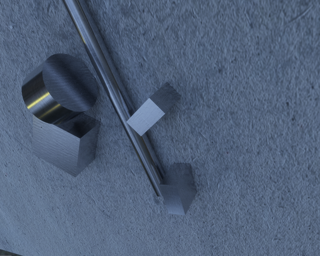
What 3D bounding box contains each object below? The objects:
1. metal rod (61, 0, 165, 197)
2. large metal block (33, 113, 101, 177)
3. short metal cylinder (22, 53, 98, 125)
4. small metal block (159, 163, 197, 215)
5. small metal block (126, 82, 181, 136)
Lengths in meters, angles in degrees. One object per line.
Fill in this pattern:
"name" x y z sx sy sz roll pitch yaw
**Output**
"metal rod" -0.051 -0.035 0.410 0.025 0.025 0.299 -11 113 32
"large metal block" -0.144 0.016 0.474 0.080 0.050 0.079 26 127 11
"short metal cylinder" -0.130 -0.050 0.407 0.050 0.080 0.080 -23 106 36
"small metal block" 0.027 0.083 0.427 0.025 0.050 0.050 -2 118 29
"small metal block" -0.007 -0.024 0.379 0.025 0.050 0.050 45 129 -3
